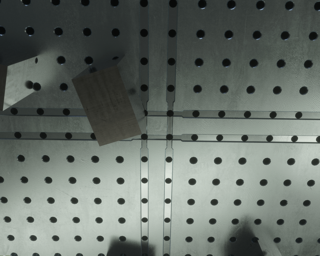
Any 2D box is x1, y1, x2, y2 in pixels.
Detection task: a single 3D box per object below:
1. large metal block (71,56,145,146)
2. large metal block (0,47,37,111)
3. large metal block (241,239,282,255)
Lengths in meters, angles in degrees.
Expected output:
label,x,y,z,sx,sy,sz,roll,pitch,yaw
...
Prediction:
label,x,y,z,sx,sy,sz,roll,pitch,yaw
large metal block,-0.056,-0.036,0.370,0.050,0.080,0.080,-17,109,6
large metal block,-0.201,-0.065,0.359,0.080,0.080,0.050,14,110,-5
large metal block,0.152,0.234,0.471,0.050,0.080,0.080,33,107,-11
